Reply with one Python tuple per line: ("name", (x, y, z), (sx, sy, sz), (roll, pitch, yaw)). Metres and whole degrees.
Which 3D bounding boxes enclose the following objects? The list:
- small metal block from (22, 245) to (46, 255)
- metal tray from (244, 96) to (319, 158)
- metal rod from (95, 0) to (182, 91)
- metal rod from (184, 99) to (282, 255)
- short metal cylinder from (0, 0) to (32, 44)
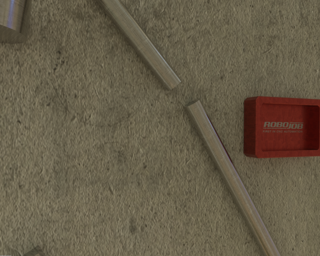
("small metal block", (-0.149, 0.174, 0.354), (0.050, 0.025, 0.050), (-31, 101, -18))
("metal tray", (0.194, -0.001, 0.479), (0.131, 0.030, 0.089), (0, 90, -21))
("metal rod", (-0.073, -0.169, 0.382), (0.025, 0.025, 0.300), (-43, 104, -15))
("metal rod", (0.116, 0.094, 0.453), (0.025, 0.025, 0.299), (-33, 101, -17))
("short metal cylinder", (-0.176, -0.123, 0.315), (0.081, 0.080, 0.050), (7, 88, -20))
